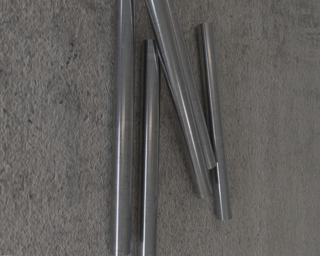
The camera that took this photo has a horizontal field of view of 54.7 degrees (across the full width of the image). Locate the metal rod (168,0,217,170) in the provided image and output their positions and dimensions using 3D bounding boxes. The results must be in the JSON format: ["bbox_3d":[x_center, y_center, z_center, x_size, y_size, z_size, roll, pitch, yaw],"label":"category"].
[{"bbox_3d":[0.032,-0.082,0.430,0.025,0.025,0.298,-26,107,-37],"label":"metal rod"}]

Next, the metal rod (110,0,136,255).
[{"bbox_3d":[-0.044,-0.003,0.367,0.025,0.025,0.298,2,89,-40],"label":"metal rod"}]

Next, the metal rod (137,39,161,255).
[{"bbox_3d":[-0.014,0.039,0.392,0.025,0.025,0.298,2,89,-40],"label":"metal rod"}]

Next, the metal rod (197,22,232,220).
[{"bbox_3d":[0.084,-0.006,0.474,0.025,0.025,0.298,-12,98,-39],"label":"metal rod"}]

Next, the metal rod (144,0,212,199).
[{"bbox_3d":[0.027,-0.035,0.404,0.025,0.025,0.298,-33,117,-35],"label":"metal rod"}]
